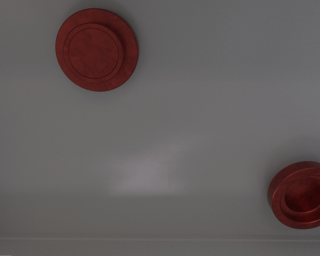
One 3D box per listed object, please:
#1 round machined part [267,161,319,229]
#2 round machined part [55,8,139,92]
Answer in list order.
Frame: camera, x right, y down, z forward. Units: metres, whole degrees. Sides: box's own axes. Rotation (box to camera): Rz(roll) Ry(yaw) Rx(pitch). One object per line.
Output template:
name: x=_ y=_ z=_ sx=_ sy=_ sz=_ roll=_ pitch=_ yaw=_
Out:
round machined part: x=0.201 y=0.090 z=0.437 sx=0.099 sy=0.042 sz=0.097 roll=0 pitch=110 yaw=0
round machined part: x=-0.075 y=-0.090 z=0.368 sx=0.099 sy=0.042 sz=0.097 roll=0 pitch=110 yaw=0
